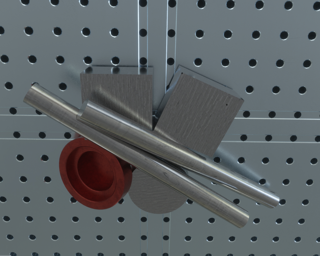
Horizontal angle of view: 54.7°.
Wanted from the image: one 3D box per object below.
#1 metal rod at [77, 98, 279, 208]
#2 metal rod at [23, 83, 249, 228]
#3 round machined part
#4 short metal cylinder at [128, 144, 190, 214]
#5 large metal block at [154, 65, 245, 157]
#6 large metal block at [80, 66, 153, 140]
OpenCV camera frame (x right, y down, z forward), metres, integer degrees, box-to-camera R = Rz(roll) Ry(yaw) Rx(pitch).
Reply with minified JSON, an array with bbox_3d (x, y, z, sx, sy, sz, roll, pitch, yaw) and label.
[{"bbox_3d":[0.041,0.042,0.385,0.301,0.025,0.025,27,108,-25],"label":"metal rod"},{"bbox_3d":[-0.017,0.040,0.369,0.301,0.025,0.025,32,107,-13],"label":"metal rod"},{"bbox_3d":[-0.080,0.053,0.407,0.098,0.042,0.097,7,108,22],"label":"round machined part"},{"bbox_3d":[-0.001,0.068,0.420,0.081,0.050,0.079,0,110,0],"label":"short metal cylinder"},{"bbox_3d":[0.044,-0.022,0.387,0.080,0.050,0.080,23,108,-9],"label":"large metal block"},{"bbox_3d":[-0.049,-0.031,0.381,0.081,0.050,0.079,1,110,-1],"label":"large metal block"}]
